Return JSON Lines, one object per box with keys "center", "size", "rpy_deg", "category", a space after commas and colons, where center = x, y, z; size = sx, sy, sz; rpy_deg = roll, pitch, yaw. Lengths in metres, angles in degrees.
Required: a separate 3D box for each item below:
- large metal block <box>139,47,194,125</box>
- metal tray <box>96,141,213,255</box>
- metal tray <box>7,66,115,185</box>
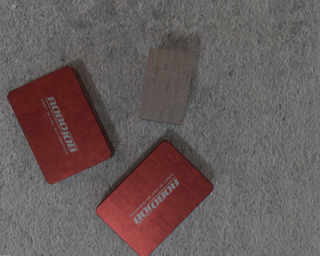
{"center": [0.007, -0.047, 0.383], "size": [0.050, 0.080, 0.080], "rpy_deg": [8, 90, 0], "category": "large metal block"}
{"center": [-0.007, 0.091, 0.408], "size": [0.090, 0.030, 0.130], "rpy_deg": [45, 90, -1], "category": "metal tray"}
{"center": [-0.127, -0.004, 0.406], "size": [0.090, 0.030, 0.129], "rpy_deg": [-25, 90, -1], "category": "metal tray"}
